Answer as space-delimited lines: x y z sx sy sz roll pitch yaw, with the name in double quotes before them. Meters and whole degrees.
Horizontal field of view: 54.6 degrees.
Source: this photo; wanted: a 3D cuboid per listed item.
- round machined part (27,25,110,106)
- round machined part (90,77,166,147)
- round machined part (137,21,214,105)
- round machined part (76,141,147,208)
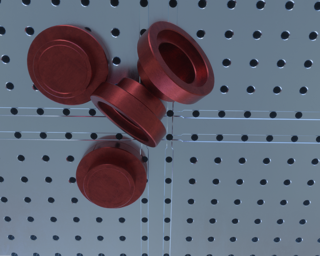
"round machined part" -0.112 -0.074 0.376 0.099 0.042 0.097 0 110 0
"round machined part" -0.032 -0.023 0.373 0.098 0.098 0.042 40 76 -14
"round machined part" 0.013 -0.069 0.355 0.098 0.098 0.042 43 131 -14
"round machined part" -0.068 0.071 0.430 0.099 0.042 0.097 0 110 0
